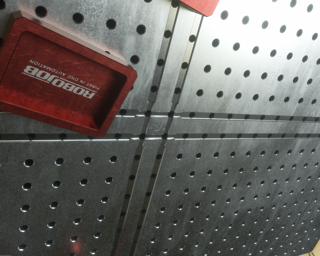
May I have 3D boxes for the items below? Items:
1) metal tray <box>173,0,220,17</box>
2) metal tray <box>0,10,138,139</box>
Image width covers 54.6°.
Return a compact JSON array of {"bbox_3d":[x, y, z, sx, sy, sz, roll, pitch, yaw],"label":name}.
[{"bbox_3d":[0.018,-0.180,0.306,0.131,0.030,0.090,15,111,-34],"label":"metal tray"},{"bbox_3d":[-0.100,-0.048,0.322,0.131,0.030,0.090,20,108,-36],"label":"metal tray"}]
